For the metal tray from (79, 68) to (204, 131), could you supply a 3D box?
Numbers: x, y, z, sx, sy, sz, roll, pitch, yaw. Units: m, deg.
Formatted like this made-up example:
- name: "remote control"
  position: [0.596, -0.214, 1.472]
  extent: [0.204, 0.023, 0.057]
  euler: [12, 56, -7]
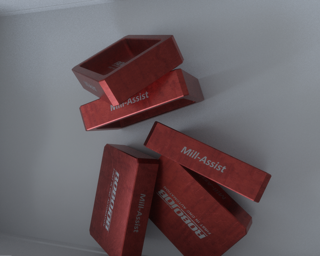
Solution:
- name: "metal tray"
  position: [-0.019, -0.030, 0.381]
  extent: [0.130, 0.090, 0.030]
  euler: [-18, 85, 18]

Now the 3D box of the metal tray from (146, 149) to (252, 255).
- name: "metal tray"
  position: [0.035, 0.099, 0.384]
  extent: [0.130, 0.030, 0.090]
  euler: [44, 117, 14]

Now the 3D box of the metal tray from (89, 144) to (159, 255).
- name: "metal tray"
  position: [-0.050, 0.093, 0.400]
  extent: [0.090, 0.030, 0.129]
  euler: [16, 96, 53]

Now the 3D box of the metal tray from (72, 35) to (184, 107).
- name: "metal tray"
  position: [-0.043, -0.073, 0.360]
  extent: [0.090, 0.130, 0.030]
  euler: [-36, 118, -14]

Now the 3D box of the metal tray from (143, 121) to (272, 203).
- name: "metal tray"
  position: [0.055, 0.038, 0.353]
  extent: [0.130, 0.090, 0.030]
  euler: [25, 88, 18]
